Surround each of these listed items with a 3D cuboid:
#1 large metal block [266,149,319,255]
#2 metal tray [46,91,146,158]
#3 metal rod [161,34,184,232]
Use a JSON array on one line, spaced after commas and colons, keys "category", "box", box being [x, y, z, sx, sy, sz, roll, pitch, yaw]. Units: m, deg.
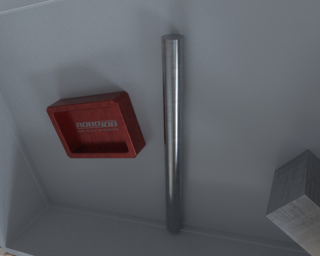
[{"category": "large metal block", "box": [0.169, 0.083, 0.336, 0.080, 0.080, 0.050, 41, 129, 0]}, {"category": "metal tray", "box": [-0.094, -0.001, 0.452, 0.130, 0.030, 0.089, -3, 117, 29]}, {"category": "metal rod", "box": [0.018, 0.028, 0.415, 0.025, 0.025, 0.298, 12, 124, 21]}]
